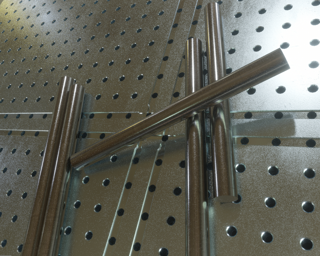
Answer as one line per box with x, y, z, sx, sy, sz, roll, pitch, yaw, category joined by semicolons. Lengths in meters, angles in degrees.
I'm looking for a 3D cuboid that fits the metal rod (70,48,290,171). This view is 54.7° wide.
0.007;-0.013;0.383;0.300;0.025;0.025;-26;52;22;metal rod

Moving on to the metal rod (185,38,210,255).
0.043;0.006;0.380;0.025;0.025;0.299;-11;57;22;metal rod

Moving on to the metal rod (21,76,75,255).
-0.162;0.046;0.462;0.025;0.025;0.299;-13;56;21;metal rod

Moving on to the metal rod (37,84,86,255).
-0.138;0.063;0.440;0.025;0.025;0.299;-13;56;21;metal rod

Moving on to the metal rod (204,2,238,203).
0.075;-0.054;0.401;0.025;0.025;0.299;-11;57;22;metal rod
